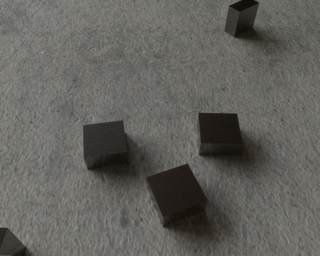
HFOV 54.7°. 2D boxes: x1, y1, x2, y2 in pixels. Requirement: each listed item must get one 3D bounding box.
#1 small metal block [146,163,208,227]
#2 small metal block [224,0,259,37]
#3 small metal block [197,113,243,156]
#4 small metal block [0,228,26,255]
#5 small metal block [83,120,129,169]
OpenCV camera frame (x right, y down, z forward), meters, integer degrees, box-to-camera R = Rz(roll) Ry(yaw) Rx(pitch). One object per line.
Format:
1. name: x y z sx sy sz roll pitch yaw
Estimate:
1. small metal block: 0.017 0.073 0.342 0.050 0.025 0.050 -17 52 -14
2. small metal block: 0.146 -0.199 0.556 0.050 0.050 0.025 -31 57 -24
3. small metal block: 0.075 0.008 0.398 0.050 0.025 0.050 1 50 0
4. small metal block: -0.162 0.114 0.289 0.050 0.050 0.025 2 50 1
5. small metal block: -0.068 0.020 0.385 0.050 0.025 0.050 -7 51 -7
